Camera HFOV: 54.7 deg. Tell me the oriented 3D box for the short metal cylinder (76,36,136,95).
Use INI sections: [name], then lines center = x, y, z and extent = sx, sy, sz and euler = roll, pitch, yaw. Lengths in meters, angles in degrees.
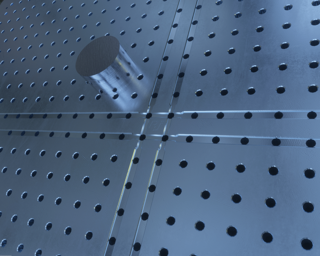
[short metal cylinder]
center = -0.087, -0.101, 0.497
extent = 0.080, 0.050, 0.080
euler = -13, 56, 20
